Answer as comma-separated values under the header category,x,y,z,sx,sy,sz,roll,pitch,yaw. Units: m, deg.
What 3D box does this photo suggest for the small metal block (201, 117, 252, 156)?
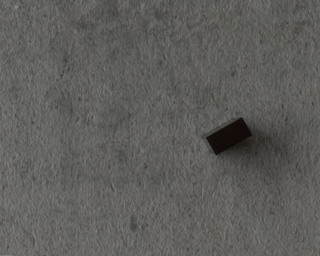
category,x,y,z,sx,sy,sz,roll,pitch,yaw
small metal block,0.083,0.010,0.398,0.050,0.050,0.025,-29,90,0
